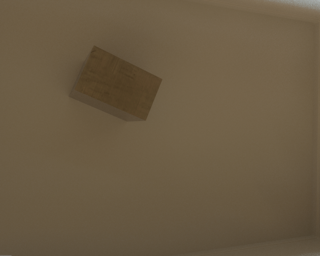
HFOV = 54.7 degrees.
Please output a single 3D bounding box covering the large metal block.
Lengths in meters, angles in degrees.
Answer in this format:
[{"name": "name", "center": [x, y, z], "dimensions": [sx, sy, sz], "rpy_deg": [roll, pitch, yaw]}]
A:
[{"name": "large metal block", "center": [-0.055, -0.046, 0.362], "dimensions": [0.080, 0.080, 0.050], "rpy_deg": [24, 82, -19]}]
